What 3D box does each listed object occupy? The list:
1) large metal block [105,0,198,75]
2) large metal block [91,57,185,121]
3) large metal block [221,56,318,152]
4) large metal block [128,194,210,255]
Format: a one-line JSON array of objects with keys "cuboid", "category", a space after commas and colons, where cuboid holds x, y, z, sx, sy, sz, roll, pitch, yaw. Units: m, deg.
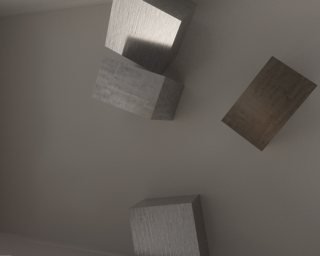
[{"cuboid": [-0.013, -0.123, 0.372, 0.080, 0.050, 0.079, 30, 139, 4], "category": "large metal block"}, {"cuboid": [-0.024, -0.047, 0.389, 0.080, 0.080, 0.050, 21, 97, 18], "category": "large metal block"}, {"cuboid": [0.118, -0.024, 0.340, 0.050, 0.080, 0.080, 40, 102, 15], "category": "large metal block"}, {"cuboid": [0.013, 0.132, 0.391, 0.080, 0.050, 0.080, -10, 87, 17], "category": "large metal block"}]
